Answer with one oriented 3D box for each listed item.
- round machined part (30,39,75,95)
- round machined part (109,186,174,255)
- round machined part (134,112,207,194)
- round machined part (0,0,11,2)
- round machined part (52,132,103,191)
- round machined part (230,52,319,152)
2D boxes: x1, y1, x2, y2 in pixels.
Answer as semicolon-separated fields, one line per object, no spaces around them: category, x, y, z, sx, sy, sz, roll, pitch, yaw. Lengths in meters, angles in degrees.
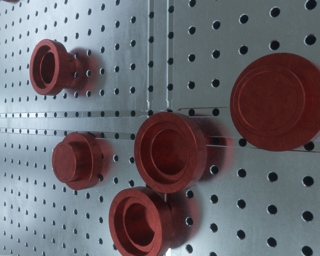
round machined part;-0.191;-0.106;0.558;0.098;0.042;0.097;0;90;40
round machined part;-0.021;0.127;0.417;0.098;0.042;0.097;0;90;40
round machined part;0.017;0.030;0.385;0.098;0.042;0.097;0;90;40
round machined part;-0.360;-0.340;0.698;0.098;0.042;0.097;0;90;40
round machined part;-0.144;0.056;0.519;0.098;0.042;0.097;0;90;40
round machined part;0.113;-0.026;0.306;0.098;0.042;0.097;0;90;40
